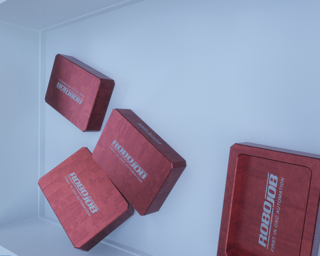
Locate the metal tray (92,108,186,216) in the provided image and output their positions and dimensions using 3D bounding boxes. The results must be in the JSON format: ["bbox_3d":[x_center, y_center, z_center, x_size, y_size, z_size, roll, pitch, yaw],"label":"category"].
[{"bbox_3d":[-0.034,0.043,0.430,0.130,0.030,0.089,42,115,31],"label":"metal tray"}]

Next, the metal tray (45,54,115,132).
[{"bbox_3d":[-0.137,-0.060,0.514,0.130,0.030,0.089,32,110,35],"label":"metal tray"}]

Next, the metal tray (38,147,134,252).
[{"bbox_3d":[-0.111,0.101,0.460,0.090,0.030,0.130,-38,60,-11],"label":"metal tray"}]

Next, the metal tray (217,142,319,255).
[{"bbox_3d":[0.111,0.085,0.311,0.090,0.030,0.129,10,96,39],"label":"metal tray"}]
